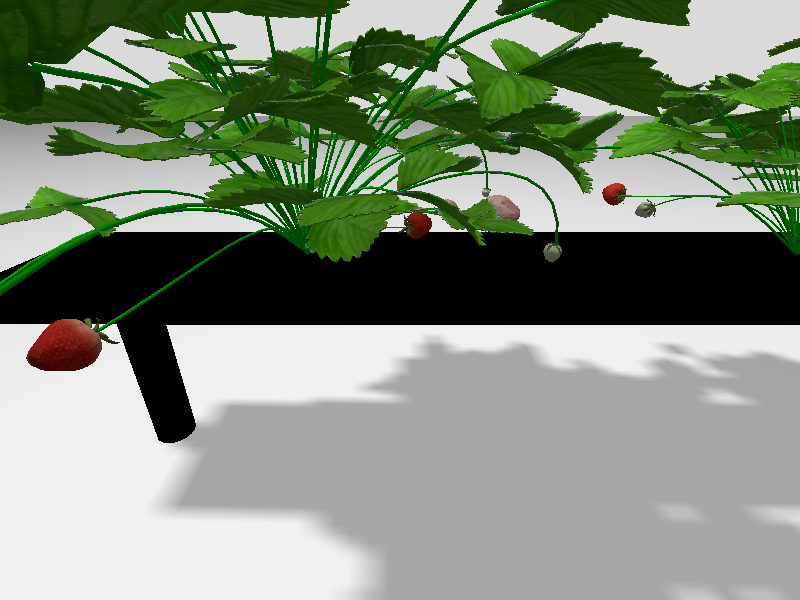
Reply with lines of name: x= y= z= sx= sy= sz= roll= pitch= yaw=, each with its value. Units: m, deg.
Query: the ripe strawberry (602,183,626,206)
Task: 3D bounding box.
ripe strawberry: x=0.289 y=-0.144 z=0.544 sx=0.028 sy=0.030 sz=0.030 roll=-10 pitch=27 yaw=-18

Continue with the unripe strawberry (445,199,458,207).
unripe strawberry: x=0.060 y=-0.112 z=0.485 sx=0.020 sy=0.020 sz=0.023 roll=-22 pitch=34 yaw=-38

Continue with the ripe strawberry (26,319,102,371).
ripe strawberry: x=-0.172 y=0.024 z=0.205 sx=0.029 sy=0.025 sz=0.029 roll=12 pitch=30 yaw=23

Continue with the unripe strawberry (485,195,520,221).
unripe strawberry: x=0.108 y=-0.092 z=0.426 sx=0.038 sy=0.038 sz=0.042 roll=-9 pitch=28 yaw=-19

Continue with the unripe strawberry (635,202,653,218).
unripe strawberry: x=0.294 y=-0.108 z=0.483 sx=0.018 sy=0.019 sz=0.020 roll=-14 pitch=0 yaw=-26

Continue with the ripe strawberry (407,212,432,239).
ripe strawberry: x=0.020 y=-0.076 z=0.404 sx=0.026 sy=0.028 sz=0.024 roll=-10 pitch=28 yaw=-21

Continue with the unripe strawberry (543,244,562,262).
unripe strawberry: x=0.127 y=-0.039 z=0.335 sx=0.015 sy=0.015 sz=0.014 roll=4 pitch=27 yaw=8

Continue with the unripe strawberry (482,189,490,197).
unripe strawberry: x=0.109 y=-0.136 z=0.510 sx=0.010 sy=0.010 sz=0.011 roll=-21 pitch=33 yaw=-36
